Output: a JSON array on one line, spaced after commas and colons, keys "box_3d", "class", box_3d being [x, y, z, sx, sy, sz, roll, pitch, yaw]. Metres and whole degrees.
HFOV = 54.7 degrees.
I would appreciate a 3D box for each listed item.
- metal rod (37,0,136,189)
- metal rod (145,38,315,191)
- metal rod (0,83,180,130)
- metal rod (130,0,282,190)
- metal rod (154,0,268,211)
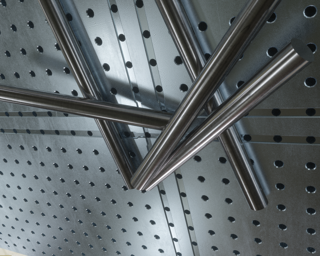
[{"box_3d": [-0.092, -0.041, 0.431, 0.025, 0.025, 0.298, -8, 115, 31], "class": "metal rod"}, {"box_3d": [0.048, 0.010, 0.361, 0.025, 0.025, 0.298, 42, 138, -1], "class": "metal rod"}, {"box_3d": [-0.114, -0.030, 0.412, 0.301, 0.025, 0.025, 10, 124, 8], "class": "metal rod"}, {"box_3d": [0.034, -0.023, 0.344, 0.025, 0.025, 0.298, 36, 128, 4], "class": "metal rod"}, {"box_3d": [0.063, -0.028, 0.360, 0.025, 0.025, 0.299, -16, 111, 34], "class": "metal rod"}]
